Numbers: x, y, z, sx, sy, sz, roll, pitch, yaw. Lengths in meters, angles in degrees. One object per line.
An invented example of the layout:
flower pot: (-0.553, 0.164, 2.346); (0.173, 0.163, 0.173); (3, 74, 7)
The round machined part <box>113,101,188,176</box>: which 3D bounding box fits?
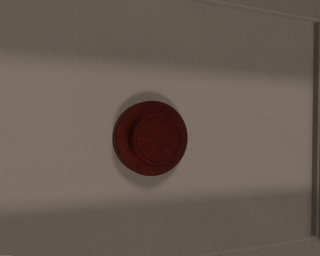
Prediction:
round machined part: (-0.008, 0.013, 0.399); (0.099, 0.042, 0.097); (0, 90, -21)
